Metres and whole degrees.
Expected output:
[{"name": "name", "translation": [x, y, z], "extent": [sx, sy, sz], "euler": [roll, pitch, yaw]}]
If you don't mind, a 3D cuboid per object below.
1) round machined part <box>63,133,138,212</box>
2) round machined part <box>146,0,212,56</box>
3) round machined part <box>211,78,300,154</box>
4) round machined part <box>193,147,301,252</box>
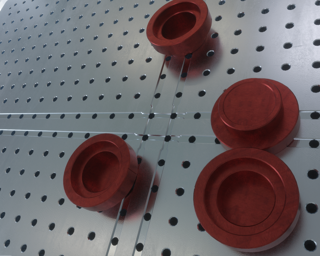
[{"name": "round machined part", "translation": [-0.071, 0.059, 0.400], "extent": [0.098, 0.042, 0.098], "euler": [-13, 56, 21]}, {"name": "round machined part", "translation": [0.032, -0.149, 0.473], "extent": [0.098, 0.042, 0.098], "euler": [-13, 56, 21]}, {"name": "round machined part", "translation": [0.105, -0.018, 0.354], "extent": [0.098, 0.042, 0.098], "euler": [-13, 56, 21]}, {"name": "round machined part", "translation": [0.086, 0.072, 0.308], "extent": [0.098, 0.042, 0.098], "euler": [-13, 56, 21]}]
